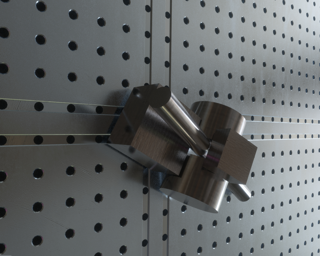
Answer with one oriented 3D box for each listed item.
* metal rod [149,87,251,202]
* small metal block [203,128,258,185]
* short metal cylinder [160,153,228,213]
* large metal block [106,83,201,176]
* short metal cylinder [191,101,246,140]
[{"bbox_3d":[0.071,0.041,0.413,0.300,0.025,0.025,45,62,-48],"label":"metal rod"},{"bbox_3d":[0.085,0.035,0.374,0.050,0.025,0.050,32,70,-26],"label":"small metal block"},{"bbox_3d":[0.046,0.073,0.408,0.080,0.080,0.050,37,67,-34],"label":"short metal cylinder"},{"bbox_3d":[-0.005,0.003,0.381,0.080,0.050,0.080,36,68,-34],"label":"large metal block"},{"bbox_3d":[0.073,0.004,0.431,0.080,0.080,0.050,34,69,-35],"label":"short metal cylinder"}]
